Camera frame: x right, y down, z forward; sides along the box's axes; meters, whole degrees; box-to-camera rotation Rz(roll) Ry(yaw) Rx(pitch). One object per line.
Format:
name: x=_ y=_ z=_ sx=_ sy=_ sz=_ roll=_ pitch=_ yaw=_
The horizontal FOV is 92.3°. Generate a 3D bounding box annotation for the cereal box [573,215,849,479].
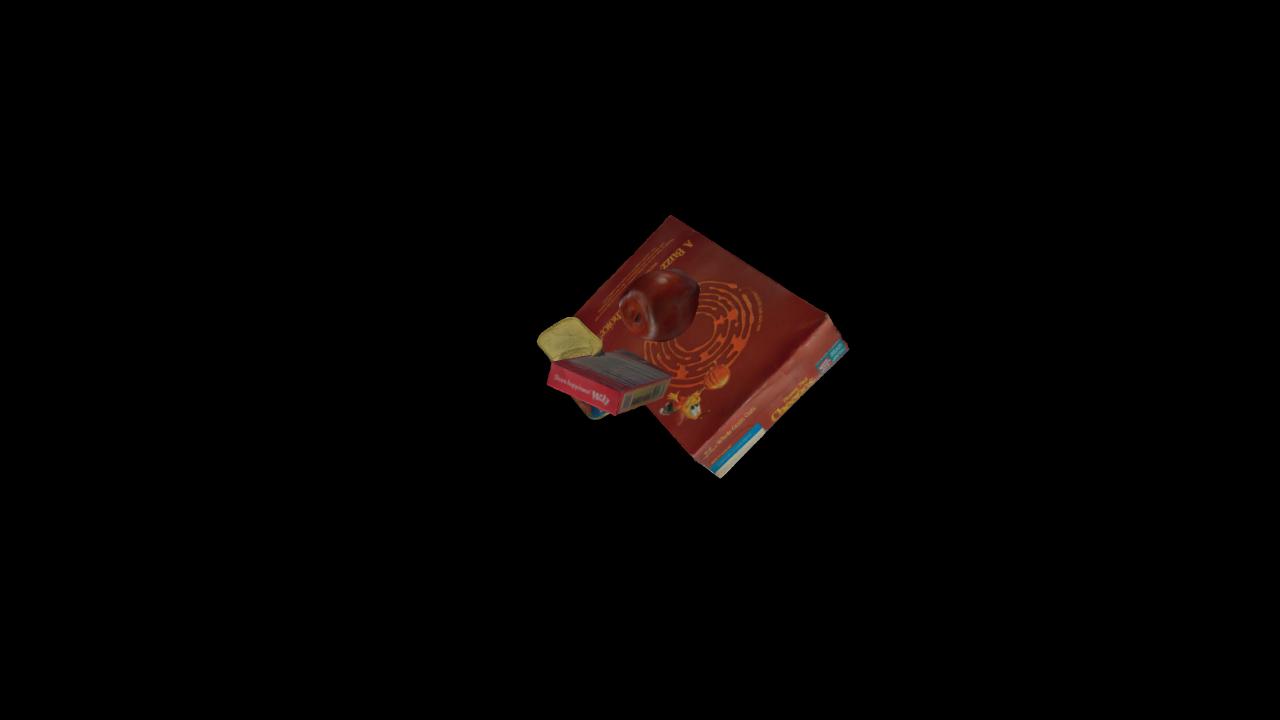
cereal box: x=0.065 y=-0.031 z=0.744 sx=0.306 sy=0.203 sz=0.081 roll=45 pitch=2 yaw=44

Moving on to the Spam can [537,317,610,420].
Spam can: x=-0.067 y=0.010 z=0.722 sx=0.058 sy=0.085 sz=0.101 roll=-33 pitch=37 yaw=-11

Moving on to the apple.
apple: x=0.023 y=-0.060 z=0.675 sx=0.093 sy=0.079 sz=0.079 roll=-32 pitch=21 yaw=-36

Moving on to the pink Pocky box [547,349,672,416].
pink Pocky box: x=-0.022 y=0.020 z=0.657 sx=0.084 sy=0.029 sz=0.155 roll=22 pitch=14 yaw=22
